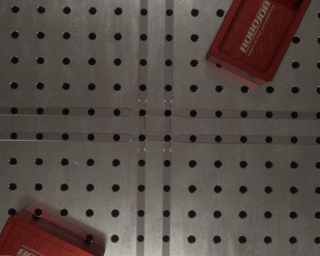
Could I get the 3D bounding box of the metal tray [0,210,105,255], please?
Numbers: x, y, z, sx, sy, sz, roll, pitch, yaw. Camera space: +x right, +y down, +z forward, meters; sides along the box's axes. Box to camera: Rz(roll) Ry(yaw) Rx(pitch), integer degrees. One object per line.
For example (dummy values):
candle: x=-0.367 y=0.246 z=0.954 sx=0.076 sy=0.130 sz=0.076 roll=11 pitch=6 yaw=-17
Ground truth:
metal tray: x=-0.152 y=0.178 z=0.408 sx=0.131 sy=0.030 sz=0.090 roll=26 pitch=90 yaw=-1

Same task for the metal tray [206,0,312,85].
metal tray: x=0.130 y=-0.134 z=0.412 sx=0.090 sy=0.030 sz=0.129 roll=26 pitch=90 yaw=-1
